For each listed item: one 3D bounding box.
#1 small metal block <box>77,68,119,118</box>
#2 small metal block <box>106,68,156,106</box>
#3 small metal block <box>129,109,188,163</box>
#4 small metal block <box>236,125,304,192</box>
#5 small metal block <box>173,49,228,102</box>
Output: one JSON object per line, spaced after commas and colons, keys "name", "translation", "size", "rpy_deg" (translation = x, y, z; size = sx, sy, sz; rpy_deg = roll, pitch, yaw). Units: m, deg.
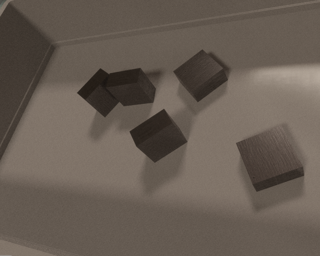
{"name": "small metal block", "translation": [-0.086, -0.052, 0.465], "size": [0.050, 0.050, 0.025], "rpy_deg": [-49, 51, -6]}
{"name": "small metal block", "translation": [-0.041, -0.057, 0.445], "size": [0.050, 0.050, 0.025], "rpy_deg": [-5, 60, 25]}
{"name": "small metal block", "translation": [-0.001, 0.011, 0.382], "size": [0.050, 0.050, 0.025], "rpy_deg": [-33, 52, 6]}
{"name": "small metal block", "translation": [0.115, 0.032, 0.325], "size": [0.050, 0.025, 0.050], "rpy_deg": [-23, 53, 13]}
{"name": "small metal block", "translation": [0.054, -0.071, 0.420], "size": [0.050, 0.025, 0.050], "rpy_deg": [-37, 51, 3]}
